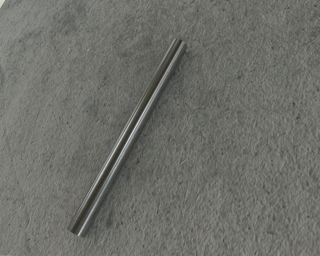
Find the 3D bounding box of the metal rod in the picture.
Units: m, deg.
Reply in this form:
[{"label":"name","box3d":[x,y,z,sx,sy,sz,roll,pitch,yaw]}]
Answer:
[{"label":"metal rod","box3d":[-0.037,0.002,0.423,0.025,0.025,0.300,16,70,34]}]
